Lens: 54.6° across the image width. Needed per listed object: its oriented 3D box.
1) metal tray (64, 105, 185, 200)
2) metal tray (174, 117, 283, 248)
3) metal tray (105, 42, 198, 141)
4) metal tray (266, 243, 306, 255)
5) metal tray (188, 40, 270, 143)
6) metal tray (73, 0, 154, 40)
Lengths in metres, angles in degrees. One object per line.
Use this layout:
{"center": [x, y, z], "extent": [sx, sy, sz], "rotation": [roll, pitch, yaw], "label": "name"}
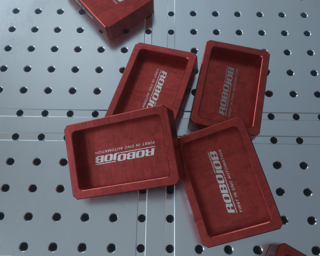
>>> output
{"center": [-0.043, 0.030, 0.368], "extent": [0.130, 0.030, 0.090], "rotation": [-11, 83, 13], "label": "metal tray"}
{"center": [0.076, 0.062, 0.366], "extent": [0.090, 0.030, 0.130], "rotation": [-20, 76, 12], "label": "metal tray"}
{"center": [-0.009, -0.048, 0.420], "extent": [0.090, 0.030, 0.130], "rotation": [15, 70, 13], "label": "metal tray"}
{"center": [0.169, 0.198, 0.337], "extent": [0.130, 0.030, 0.090], "rotation": [29, 72, 10], "label": "metal tray"}
{"center": [0.096, -0.053, 0.428], "extent": [0.090, 0.030, 0.130], "rotation": [12, 70, 4], "label": "metal tray"}
{"center": [-0.083, -0.211, 0.486], "extent": [0.090, 0.030, 0.130], "rotation": [-38, 74, -13], "label": "metal tray"}
